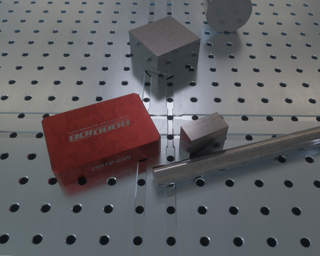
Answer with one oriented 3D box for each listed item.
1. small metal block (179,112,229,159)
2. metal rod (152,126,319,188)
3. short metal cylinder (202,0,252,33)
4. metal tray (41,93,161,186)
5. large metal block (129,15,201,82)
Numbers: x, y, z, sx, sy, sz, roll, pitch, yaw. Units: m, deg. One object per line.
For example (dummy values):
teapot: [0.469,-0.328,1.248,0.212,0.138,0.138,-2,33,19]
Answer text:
small metal block: [0.052,0.013,0.380,0.050,0.050,0.025,-21,53,-17]
metal rod: [0.139,0.025,0.386,0.302,0.025,0.025,-13,51,-11]
short metal cylinder: [0.120,-0.221,0.558,0.081,0.080,0.050,-2,50,-2]
metal tray: [-0.075,0.010,0.395,0.131,0.030,0.090,-17,52,-14]
large metal block: [0.007,-0.129,0.500,0.081,0.050,0.080,-28,56,-22]
